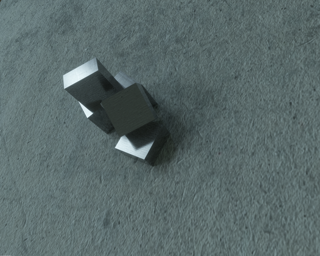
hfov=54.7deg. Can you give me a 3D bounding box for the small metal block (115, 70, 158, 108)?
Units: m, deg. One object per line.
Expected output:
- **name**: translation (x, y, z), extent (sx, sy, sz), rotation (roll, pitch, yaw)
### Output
- **small metal block**: translation (-0.037, -0.048, 0.437), extent (0.025, 0.050, 0.050), rotation (-49, 52, -6)

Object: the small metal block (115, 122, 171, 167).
- **small metal block**: translation (-0.022, 0.017, 0.405), extent (0.050, 0.025, 0.050), rotation (17, 71, 34)

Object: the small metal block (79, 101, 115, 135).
- **small metal block**: translation (-0.089, -0.025, 0.450), extent (0.025, 0.050, 0.050), rotation (-38, 51, 2)

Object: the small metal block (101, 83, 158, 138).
- **small metal block**: translation (-0.037, -0.022, 0.389), extent (0.050, 0.025, 0.050), rotation (-28, 90, 10)

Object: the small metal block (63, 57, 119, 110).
- **small metal block**: translation (-0.089, -0.057, 0.405), extent (0.050, 0.050, 0.025), rotation (-26, 53, 12)
